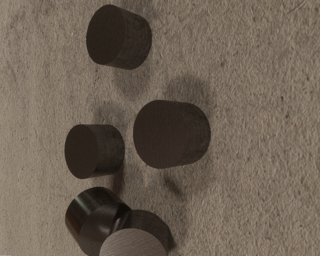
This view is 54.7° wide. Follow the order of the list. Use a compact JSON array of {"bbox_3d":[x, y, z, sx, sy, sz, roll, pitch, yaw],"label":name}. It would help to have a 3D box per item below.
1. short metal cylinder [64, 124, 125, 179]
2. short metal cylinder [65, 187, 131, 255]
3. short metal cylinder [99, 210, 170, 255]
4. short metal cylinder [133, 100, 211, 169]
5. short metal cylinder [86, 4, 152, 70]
[{"bbox_3d":[-0.099,0.034,0.468,0.080,0.050,0.079,0,90,39],"label":"short metal cylinder"},{"bbox_3d":[-0.083,0.129,0.429,0.050,0.081,0.079,24,106,51],"label":"short metal cylinder"},{"bbox_3d":[-0.029,0.150,0.387,0.080,0.050,0.079,1,100,5],"label":"short metal cylinder"},{"bbox_3d":[0.014,0.007,0.376,0.080,0.050,0.079,0,90,39],"label":"short metal cylinder"},{"bbox_3d":[-0.058,-0.125,0.434,0.080,0.050,0.079,0,90,39],"label":"short metal cylinder"}]
